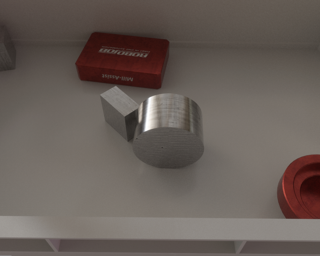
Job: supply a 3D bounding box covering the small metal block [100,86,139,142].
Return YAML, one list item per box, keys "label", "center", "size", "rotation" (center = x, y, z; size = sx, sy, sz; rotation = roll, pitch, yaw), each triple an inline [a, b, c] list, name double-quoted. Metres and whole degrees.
- label: "small metal block"
  center: [-0.050, -0.018, 0.404]
  size: [0.025, 0.050, 0.050]
  rotation: [-35, 59, -26]

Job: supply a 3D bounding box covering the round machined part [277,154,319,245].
- label: "round machined part"
  center: [0.175, 0.080, 0.329]
  size: [0.099, 0.042, 0.098]
  rotation: [0, 50, 0]

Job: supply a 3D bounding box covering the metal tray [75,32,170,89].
- label: "metal tray"
  center: [-0.056, -0.109, 0.493]
  size: [0.131, 0.030, 0.090]
  rotation: [8, 50, 6]

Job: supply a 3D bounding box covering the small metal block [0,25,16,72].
- label: "small metal block"
  center: [-0.251, -0.126, 0.492]
  size: [0.025, 0.050, 0.050]
  rotation: [-11, 51, -10]

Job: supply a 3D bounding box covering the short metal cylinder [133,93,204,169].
- label: "short metal cylinder"
  center: [0.010, 0.005, 0.365]
  size: [0.081, 0.080, 0.050]
  rotation: [2, 50, 1]
